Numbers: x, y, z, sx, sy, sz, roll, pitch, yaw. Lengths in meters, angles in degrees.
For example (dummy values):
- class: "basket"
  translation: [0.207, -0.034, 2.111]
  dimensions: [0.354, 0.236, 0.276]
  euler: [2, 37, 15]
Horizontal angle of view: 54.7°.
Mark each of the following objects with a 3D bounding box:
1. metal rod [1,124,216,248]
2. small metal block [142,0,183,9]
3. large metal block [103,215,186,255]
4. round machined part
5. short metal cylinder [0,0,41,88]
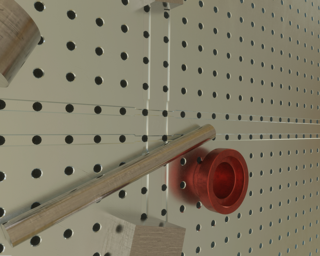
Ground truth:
- class: "metal rod"
  translation: [-0.034, 0.053, 0.382]
  dimensions: [0.302, 0.025, 0.025]
  euler: [-24, 105, -38]
- class: "small metal block"
  translation: [0.001, -0.189, 0.412]
  dimensions: [0.050, 0.025, 0.050]
  euler: [-13, 99, -39]
- class: "large metal block"
  translation: [-0.021, 0.155, 0.378]
  dimensions: [0.080, 0.050, 0.080]
  euler: [19, 78, -39]
- class: "round machined part"
  translation: [0.090, 0.079, 0.477]
  dimensions: [0.099, 0.042, 0.097]
  euler: [0, 90, -40]
- class: "short metal cylinder"
  translation: [-0.147, -0.076, 0.250]
  dimensions: [0.080, 0.080, 0.050]
  euler: [38, 67, -34]
